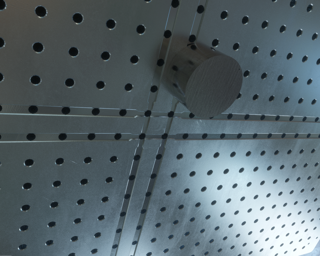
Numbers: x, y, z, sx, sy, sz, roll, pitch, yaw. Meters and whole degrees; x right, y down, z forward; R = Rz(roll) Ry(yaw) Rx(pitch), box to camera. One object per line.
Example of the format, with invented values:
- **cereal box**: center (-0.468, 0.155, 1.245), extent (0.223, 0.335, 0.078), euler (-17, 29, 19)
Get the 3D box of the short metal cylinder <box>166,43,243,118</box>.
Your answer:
- **short metal cylinder**: center (0.055, -0.059, 0.387), extent (0.081, 0.050, 0.080), euler (-14, 124, -21)
